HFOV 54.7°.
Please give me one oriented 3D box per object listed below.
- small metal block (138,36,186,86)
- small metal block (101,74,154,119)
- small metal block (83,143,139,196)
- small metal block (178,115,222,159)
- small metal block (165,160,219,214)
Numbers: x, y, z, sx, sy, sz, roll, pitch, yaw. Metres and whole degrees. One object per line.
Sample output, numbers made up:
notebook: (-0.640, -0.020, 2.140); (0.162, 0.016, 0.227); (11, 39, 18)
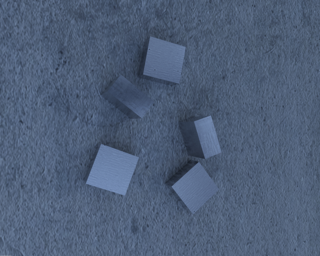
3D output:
small metal block: (0.002, -0.087, 0.410); (0.050, 0.025, 0.050); (11, 86, -20)
small metal block: (-0.041, -0.036, 0.380); (0.050, 0.050, 0.025); (39, 78, -16)
small metal block: (-0.061, 0.051, 0.387); (0.050, 0.025, 0.050); (22, 83, -19)
small metal block: (0.052, 0.011, 0.415); (0.025, 0.050, 0.050); (-19, 97, -19)
small metal block: (0.044, 0.080, 0.425); (0.050, 0.025, 0.050); (-40, 103, -16)
